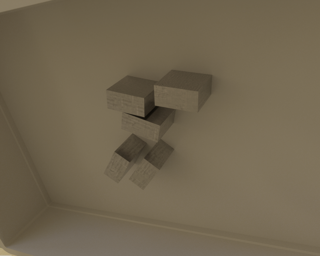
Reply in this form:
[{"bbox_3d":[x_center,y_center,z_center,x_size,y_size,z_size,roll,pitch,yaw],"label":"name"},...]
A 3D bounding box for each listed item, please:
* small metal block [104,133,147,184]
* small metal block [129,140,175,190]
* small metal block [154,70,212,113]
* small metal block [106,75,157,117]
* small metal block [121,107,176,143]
[{"bbox_3d":[-0.050,0.043,0.444,0.025,0.050,0.050,35,129,5],"label":"small metal block"},{"bbox_3d":[-0.011,0.050,0.428,0.025,0.050,0.050,37,129,3],"label":"small metal block"},{"bbox_3d":[0.027,-0.043,0.351,0.050,0.050,0.025,12,123,21],"label":"small metal block"},{"bbox_3d":[-0.030,-0.041,0.382,0.050,0.050,0.025,14,124,20],"label":"small metal block"},{"bbox_3d":[-0.014,-0.013,0.391,0.050,0.050,0.025,20,126,16],"label":"small metal block"}]
